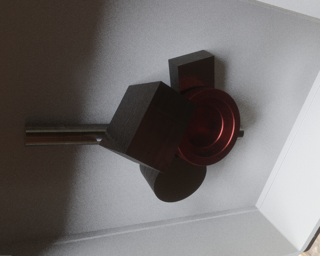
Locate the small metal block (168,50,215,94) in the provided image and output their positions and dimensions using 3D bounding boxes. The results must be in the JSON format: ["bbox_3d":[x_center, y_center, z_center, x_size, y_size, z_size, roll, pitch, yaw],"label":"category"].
[{"bbox_3d":[0.041,-0.065,0.391,0.050,0.025,0.050,-19,126,-17],"label":"small metal block"}]

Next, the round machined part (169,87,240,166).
[{"bbox_3d":[0.052,-0.004,0.399,0.099,0.042,0.097,-7,104,-27],"label":"round machined part"}]

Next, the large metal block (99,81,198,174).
[{"bbox_3d":[-0.016,-0.002,0.344,0.050,0.080,0.080,30,79,-27],"label":"large metal block"}]

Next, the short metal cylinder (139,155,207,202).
[{"bbox_3d":[0.018,0.057,0.436,0.081,0.050,0.079,-14,125,-21],"label":"short metal cylinder"}]

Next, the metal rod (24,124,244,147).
[{"bbox_3d":[-0.012,0.007,0.404,0.303,0.025,0.025,0,119,-29],"label":"metal rod"}]
